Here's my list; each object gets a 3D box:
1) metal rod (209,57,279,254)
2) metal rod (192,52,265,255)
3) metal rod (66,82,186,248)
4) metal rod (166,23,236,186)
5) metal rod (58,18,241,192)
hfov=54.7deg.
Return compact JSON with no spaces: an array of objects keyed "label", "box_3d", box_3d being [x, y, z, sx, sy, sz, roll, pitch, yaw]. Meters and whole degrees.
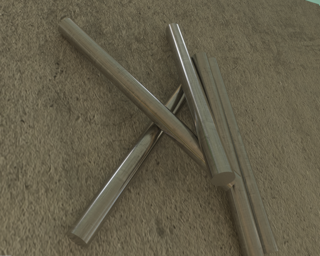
[{"label":"metal rod","box_3d":[0.108,0.022,0.447,0.025,0.025,0.299,3,60,-27]},{"label":"metal rod","box_3d":[0.087,0.031,0.413,0.025,0.025,0.299,0,67,-29]},{"label":"metal rod","box_3d":[-0.011,0.011,0.390,0.025,0.025,0.301,38,51,-3]},{"label":"metal rod","box_3d":[0.043,-0.056,0.413,0.025,0.025,0.300,11,42,-22]},{"label":"metal rod","box_3d":[-0.022,-0.037,0.388,0.300,0.025,0.025,44,50,12]}]
